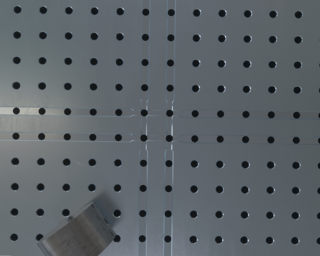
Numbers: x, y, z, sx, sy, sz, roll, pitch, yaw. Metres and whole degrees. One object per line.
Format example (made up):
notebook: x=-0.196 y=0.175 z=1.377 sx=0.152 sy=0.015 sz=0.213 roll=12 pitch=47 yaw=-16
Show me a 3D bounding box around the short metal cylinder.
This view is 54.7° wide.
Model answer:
short metal cylinder: x=-0.103 y=0.137 z=0.385 sx=0.080 sy=0.080 sz=0.050 roll=-35 pitch=90 yaw=0
